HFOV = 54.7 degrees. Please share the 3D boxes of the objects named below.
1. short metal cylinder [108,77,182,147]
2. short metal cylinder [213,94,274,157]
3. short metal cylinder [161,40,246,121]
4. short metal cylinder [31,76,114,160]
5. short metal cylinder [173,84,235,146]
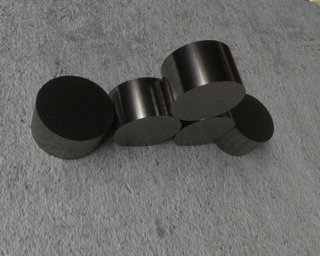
[{"bbox_3d":[-0.019,-0.017,0.369,0.081,0.080,0.050,0,62,-28],"label":"short metal cylinder"},{"bbox_3d":[0.118,-0.004,0.454,0.081,0.050,0.080,14,56,-21],"label":"short metal cylinder"},{"bbox_3d":[0.045,-0.048,0.335,0.081,0.080,0.050,1,63,-28],"label":"short metal cylinder"},{"bbox_3d":[-0.097,-0.011,0.343,0.081,0.050,0.080,14,56,-21],"label":"short metal cylinder"},{"bbox_3d":[0.051,-0.016,0.408,0.081,0.080,0.050,0,61,-28],"label":"short metal cylinder"}]
